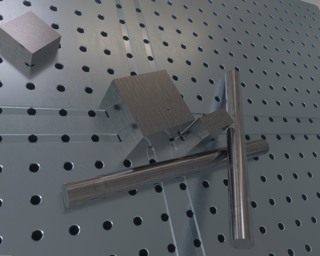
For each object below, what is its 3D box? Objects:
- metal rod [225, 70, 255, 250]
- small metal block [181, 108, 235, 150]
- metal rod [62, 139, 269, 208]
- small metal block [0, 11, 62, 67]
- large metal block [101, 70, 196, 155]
[{"bbox_3d":[0.104,0.015,0.424,0.025,0.025,0.300,25,43,-13],"label":"metal rod"},{"bbox_3d":[0.065,0.001,0.427,0.050,0.050,0.025,-21,73,-36],"label":"small metal block"},{"bbox_3d":[0.031,0.049,0.394,0.303,0.025,0.025,-9,66,-32],"label":"metal rod"},{"bbox_3d":[-0.163,-0.113,0.389,0.050,0.025,0.050,40,51,-2],"label":"small metal block"},{"bbox_3d":[-0.016,-0.022,0.397,0.081,0.050,0.080,-18,71,-35],"label":"large metal block"}]
